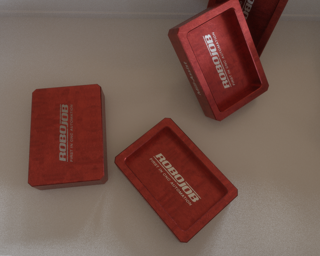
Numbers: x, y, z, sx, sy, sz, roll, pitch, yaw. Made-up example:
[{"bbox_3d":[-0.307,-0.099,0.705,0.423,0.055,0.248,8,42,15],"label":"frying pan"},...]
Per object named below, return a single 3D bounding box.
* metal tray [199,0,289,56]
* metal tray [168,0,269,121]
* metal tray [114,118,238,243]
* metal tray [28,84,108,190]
[{"bbox_3d":[0.109,-0.152,0.408,0.090,0.129,0.030,22,57,8],"label":"metal tray"},{"bbox_3d":[0.078,-0.086,0.398,0.090,0.030,0.130,-33,112,-11],"label":"metal tray"},{"bbox_3d":[0.018,0.062,0.384,0.090,0.030,0.130,-39,75,-13],"label":"metal tray"},{"bbox_3d":[-0.117,0.010,0.402,0.091,0.030,0.130,-5,70,-2],"label":"metal tray"}]
